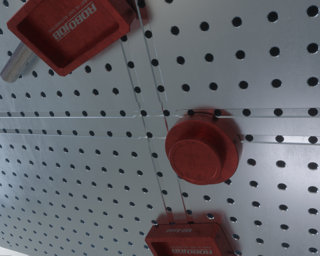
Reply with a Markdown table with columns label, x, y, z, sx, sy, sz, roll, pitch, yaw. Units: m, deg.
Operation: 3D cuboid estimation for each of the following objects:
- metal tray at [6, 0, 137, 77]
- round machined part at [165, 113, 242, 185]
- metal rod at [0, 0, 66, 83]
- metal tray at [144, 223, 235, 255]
| label | x | y | z | sx | sy | sz | roll | pitch | yaw |
| --- | --- | --- | --- | --- | --- | --- | --- | --- | --- |
| metal tray | -0.104 | -0.125 | 0.363 | 0.130 | 0.030 | 0.090 | -23 | 125 | 33 |
| round machined part | 0.050 | 0.034 | 0.394 | 0.098 | 0.042 | 0.097 | 13 | 124 | 20 |
| metal rod | -0.137 | -0.145 | 0.393 | 0.299 | 0.025 | 0.025 | -33 | 100 | 38 |
| metal tray | 0.049 | 0.202 | 0.506 | 0.130 | 0.030 | 0.090 | -14 | 111 | 34 |
